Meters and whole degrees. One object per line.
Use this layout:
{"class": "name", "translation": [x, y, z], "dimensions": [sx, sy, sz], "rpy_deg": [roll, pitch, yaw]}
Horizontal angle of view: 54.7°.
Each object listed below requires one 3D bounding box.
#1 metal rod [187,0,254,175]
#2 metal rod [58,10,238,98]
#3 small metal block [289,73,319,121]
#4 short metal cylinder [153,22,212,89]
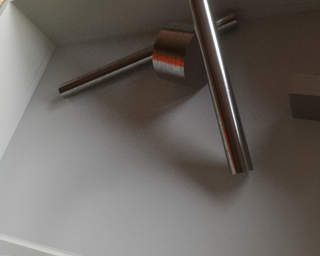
{"class": "metal rod", "translation": [0.056, -0.097, 0.354], "dimensions": [0.025, 0.025, 0.298], "rpy_deg": [-15, 81, 19]}
{"class": "metal rod", "translation": [-0.028, -0.109, 0.485], "dimensions": [0.301, 0.025, 0.025], "rpy_deg": [-19, 54, 16]}
{"class": "small metal block", "translation": [0.165, -0.030, 0.322], "dimensions": [0.050, 0.050, 0.025], "rpy_deg": [10, 67, 32]}
{"class": "short metal cylinder", "translation": [0.036, -0.096, 0.409], "dimensions": [0.050, 0.080, 0.080], "rpy_deg": [22, 74, 36]}
